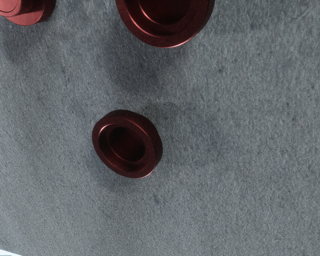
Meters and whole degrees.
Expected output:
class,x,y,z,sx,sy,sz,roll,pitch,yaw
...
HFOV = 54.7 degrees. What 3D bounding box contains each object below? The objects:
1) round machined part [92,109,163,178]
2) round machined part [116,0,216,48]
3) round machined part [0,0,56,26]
class,x,y,z,sx,sy,sz,roll,pitch,yaw
round machined part,-0.041,0.018,0.427,0.098,0.042,0.097,13,124,20
round machined part,0.008,-0.134,0.308,0.098,0.042,0.097,13,124,20
round machined part,-0.181,-0.175,0.381,0.098,0.042,0.097,13,124,20
